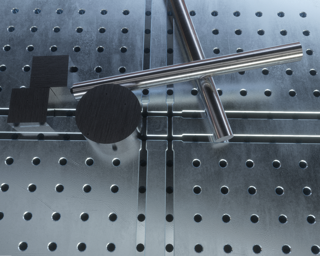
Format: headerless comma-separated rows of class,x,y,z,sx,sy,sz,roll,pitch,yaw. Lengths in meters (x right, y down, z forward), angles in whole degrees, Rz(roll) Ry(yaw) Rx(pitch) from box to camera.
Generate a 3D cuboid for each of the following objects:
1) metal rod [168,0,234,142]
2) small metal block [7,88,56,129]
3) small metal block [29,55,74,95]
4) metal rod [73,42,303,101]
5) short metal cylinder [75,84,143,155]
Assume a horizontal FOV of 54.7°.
metal rod,0.047,-0.122,0.456,0.025,0.025,0.299,-14,71,-5
small metal block,-0.173,-0.026,0.420,0.050,0.025,0.050,-1,70,-1
small metal block,-0.152,-0.074,0.438,0.050,0.025,0.050,-2,70,-1
metal rod,0.032,-0.075,0.415,0.302,0.025,0.025,-9,70,5
short metal cylinder,-0.063,-0.010,0.402,0.081,0.050,0.080,0,70,0
